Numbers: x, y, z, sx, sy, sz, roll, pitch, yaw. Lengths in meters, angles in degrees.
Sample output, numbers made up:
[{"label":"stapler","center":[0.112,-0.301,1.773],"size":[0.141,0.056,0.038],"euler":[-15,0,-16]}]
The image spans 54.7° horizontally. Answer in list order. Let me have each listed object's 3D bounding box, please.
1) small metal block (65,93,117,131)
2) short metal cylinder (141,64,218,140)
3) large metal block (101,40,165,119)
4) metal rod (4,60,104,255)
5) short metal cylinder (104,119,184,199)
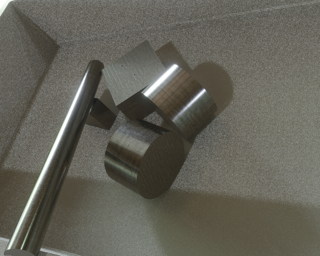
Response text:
[{"label":"small metal block","center":[-0.100,-0.023,0.455],"size":[0.050,0.050,0.025],"euler":[14,69,33]},{"label":"short metal cylinder","center":[0.023,-0.031,0.377],"size":[0.050,0.080,0.080],"euler":[-45,51,-3]},{"label":"large metal block","center":[-0.028,-0.066,0.443],"size":[0.080,0.050,0.080],"euler":[-33,52,6]},{"label":"metal rod","center":[-0.103,0.004,0.358],"size":[0.025,0.025,0.300],"euler":[-18,37,17]},{"label":"short metal cylinder","center":[-0.016,0.034,0.357],"size":[0.050,0.080,0.080],"euler":[21,73,35]}]
